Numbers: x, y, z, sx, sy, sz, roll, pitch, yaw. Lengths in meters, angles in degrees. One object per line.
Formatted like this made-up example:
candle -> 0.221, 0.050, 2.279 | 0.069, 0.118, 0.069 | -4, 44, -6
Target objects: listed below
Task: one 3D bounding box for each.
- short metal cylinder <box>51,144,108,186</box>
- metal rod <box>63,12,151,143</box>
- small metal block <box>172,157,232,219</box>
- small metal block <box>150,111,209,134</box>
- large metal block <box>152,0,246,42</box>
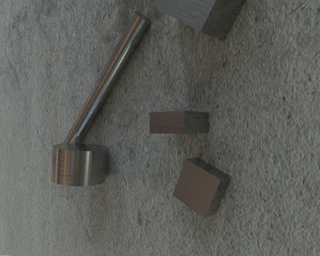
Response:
short metal cylinder -> -0.121, 0.053, 0.469 | 0.080, 0.081, 0.050 | 8, 95, 39
metal rod -> -0.102, -0.043, 0.488 | 0.025, 0.025, 0.298 | 50, 119, 28
small metal block -> 0.049, 0.069, 0.365 | 0.050, 0.025, 0.050 | 29, 108, 36
small metal block -> 0.023, -0.006, 0.370 | 0.050, 0.050, 0.025 | -1, 90, 40
large metal block -> 0.049, -0.155, 0.348 | 0.080, 0.050, 0.079 | 40, 115, 32
